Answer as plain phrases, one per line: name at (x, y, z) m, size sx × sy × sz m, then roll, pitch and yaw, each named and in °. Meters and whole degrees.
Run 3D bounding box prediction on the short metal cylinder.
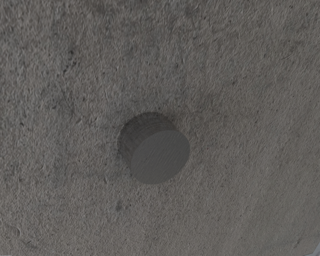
short metal cylinder at (-0.008, 0.026, 0.401) m, size 0.081 × 0.050 × 0.080 m, roll -14°, pitch 124°, yaw -21°
